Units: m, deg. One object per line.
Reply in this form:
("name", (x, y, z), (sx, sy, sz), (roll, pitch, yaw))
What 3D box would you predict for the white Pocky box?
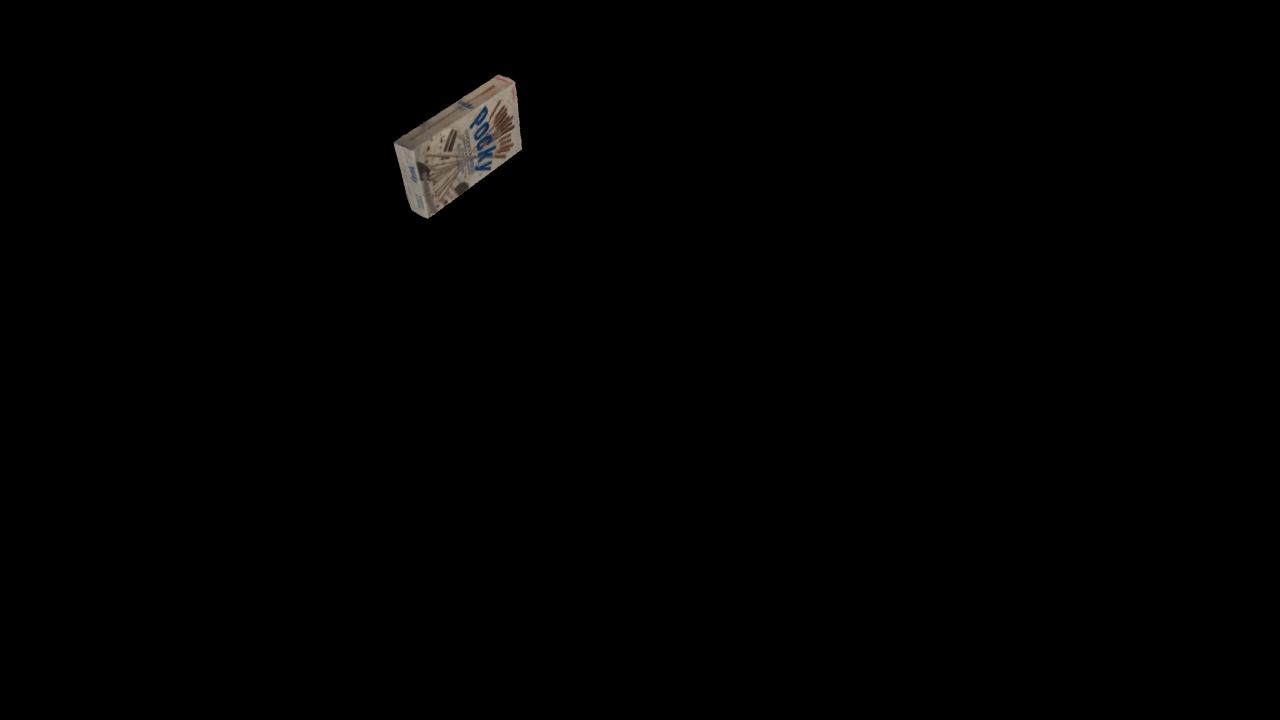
("white Pocky box", (-0.181, -0.220, 0.633), (0.028, 0.154, 0.084), (28, -35, 15))
